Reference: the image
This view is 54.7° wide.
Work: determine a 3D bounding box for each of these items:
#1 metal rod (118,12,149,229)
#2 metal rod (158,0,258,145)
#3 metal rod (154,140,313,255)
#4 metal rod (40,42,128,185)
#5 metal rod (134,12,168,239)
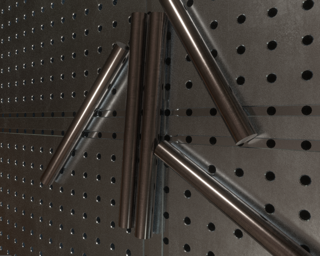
[{"bbox_3d":[-0.037,-0.008,0.437,0.025,0.025,0.298,7,94,39],"label":"metal rod"},{"bbox_3d":[0.034,-0.117,0.379,0.025,0.025,0.299,-37,67,33],"label":"metal rod"},{"bbox_3d":[0.102,0.104,0.324,0.300,0.025,0.025,38,113,33],"label":"metal rod"},{"bbox_3d":[-0.132,-0.010,0.515,0.025,0.025,0.298,51,119,27],"label":"metal rod"},{"bbox_3d":[-0.012,-0.001,0.417,0.025,0.025,0.298,7,94,39],"label":"metal rod"}]
